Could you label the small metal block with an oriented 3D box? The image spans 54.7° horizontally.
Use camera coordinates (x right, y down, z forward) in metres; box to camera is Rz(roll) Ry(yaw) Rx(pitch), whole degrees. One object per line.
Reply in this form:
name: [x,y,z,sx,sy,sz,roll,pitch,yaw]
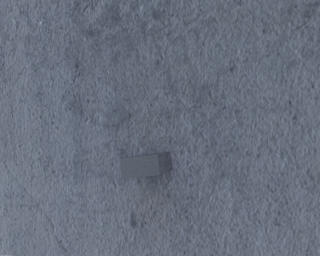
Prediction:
small metal block: [-0.017,0.047,0.401,0.050,0.050,0.025,-8,88,19]
